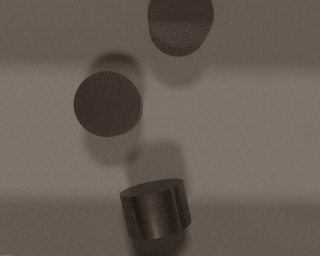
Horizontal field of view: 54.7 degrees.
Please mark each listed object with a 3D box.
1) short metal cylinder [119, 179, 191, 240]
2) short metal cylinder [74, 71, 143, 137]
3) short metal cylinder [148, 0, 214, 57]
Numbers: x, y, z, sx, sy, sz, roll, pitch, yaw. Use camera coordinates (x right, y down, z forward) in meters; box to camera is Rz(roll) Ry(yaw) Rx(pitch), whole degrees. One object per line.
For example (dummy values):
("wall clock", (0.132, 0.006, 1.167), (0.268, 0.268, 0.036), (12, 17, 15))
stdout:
("short metal cylinder", (-0.005, 0.098, 0.384), (0.080, 0.080, 0.050), (-11, 90, 0))
("short metal cylinder", (-0.064, -0.029, 0.398), (0.081, 0.050, 0.079), (0, 90, -1))
("short metal cylinder", (0.025, -0.137, 0.399), (0.081, 0.050, 0.079), (0, 90, -1))
